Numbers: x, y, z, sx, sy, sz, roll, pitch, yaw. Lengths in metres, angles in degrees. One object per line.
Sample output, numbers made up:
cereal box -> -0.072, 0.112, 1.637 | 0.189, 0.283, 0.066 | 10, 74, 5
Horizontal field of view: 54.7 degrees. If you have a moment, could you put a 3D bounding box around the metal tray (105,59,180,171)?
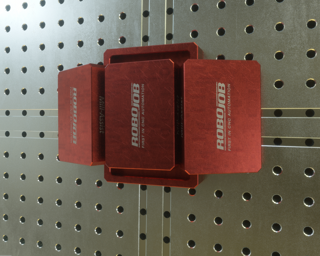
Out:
metal tray -> -0.021, -0.015, 0.384 | 0.090, 0.030, 0.129 | 0, 90, 19

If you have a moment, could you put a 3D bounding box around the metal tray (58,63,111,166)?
metal tray -> -0.106, -0.017, 0.427 | 0.090, 0.030, 0.129 | 0, 90, 45

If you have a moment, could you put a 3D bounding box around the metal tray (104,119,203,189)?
metal tray -> -0.010, 0.029, 0.413 | 0.130, 0.030, 0.089 | 1, 91, 19

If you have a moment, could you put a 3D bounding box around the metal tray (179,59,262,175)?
metal tray -> 0.070, -0.013, 0.365 | 0.091, 0.030, 0.129 | -1, 90, -8

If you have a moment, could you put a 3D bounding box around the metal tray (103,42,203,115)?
metal tray -> -0.011, -0.061, 0.412 | 0.130, 0.030, 0.089 | 1, 91, 19
